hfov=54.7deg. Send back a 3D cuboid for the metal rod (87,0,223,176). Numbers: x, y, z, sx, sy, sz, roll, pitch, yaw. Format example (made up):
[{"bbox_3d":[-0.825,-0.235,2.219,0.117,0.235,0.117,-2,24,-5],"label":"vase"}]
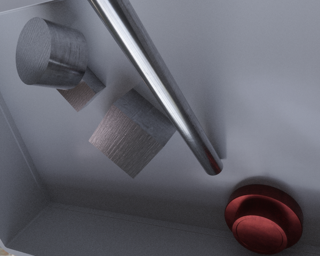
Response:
[{"bbox_3d":[0.008,-0.032,0.297,0.025,0.025,0.300,-2,145,29],"label":"metal rod"}]

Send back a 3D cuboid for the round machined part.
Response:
[{"bbox_3d":[0.132,0.125,0.405,0.098,0.042,0.097,13,124,20],"label":"round machined part"}]

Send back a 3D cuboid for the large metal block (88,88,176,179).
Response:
[{"bbox_3d":[-0.036,0.008,0.415,0.080,0.050,0.080,41,129,0],"label":"large metal block"}]

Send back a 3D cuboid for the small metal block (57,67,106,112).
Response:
[{"bbox_3d":[-0.112,-0.058,0.430,0.050,0.025,0.050,49,128,-7],"label":"small metal block"}]

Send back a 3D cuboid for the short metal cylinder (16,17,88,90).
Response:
[{"bbox_3d":[-0.134,-0.090,0.383,0.080,0.050,0.080,-1,88,39],"label":"short metal cylinder"}]
